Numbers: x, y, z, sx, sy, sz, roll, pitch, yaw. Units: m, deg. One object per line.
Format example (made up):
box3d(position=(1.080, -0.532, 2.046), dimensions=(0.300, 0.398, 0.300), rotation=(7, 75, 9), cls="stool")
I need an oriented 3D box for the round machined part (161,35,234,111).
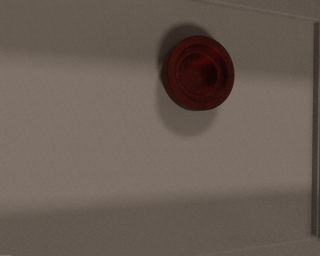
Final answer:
box3d(position=(0.048, -0.071, 0.420), dimensions=(0.099, 0.042, 0.097), rotation=(0, 90, -21), cls="round machined part")
